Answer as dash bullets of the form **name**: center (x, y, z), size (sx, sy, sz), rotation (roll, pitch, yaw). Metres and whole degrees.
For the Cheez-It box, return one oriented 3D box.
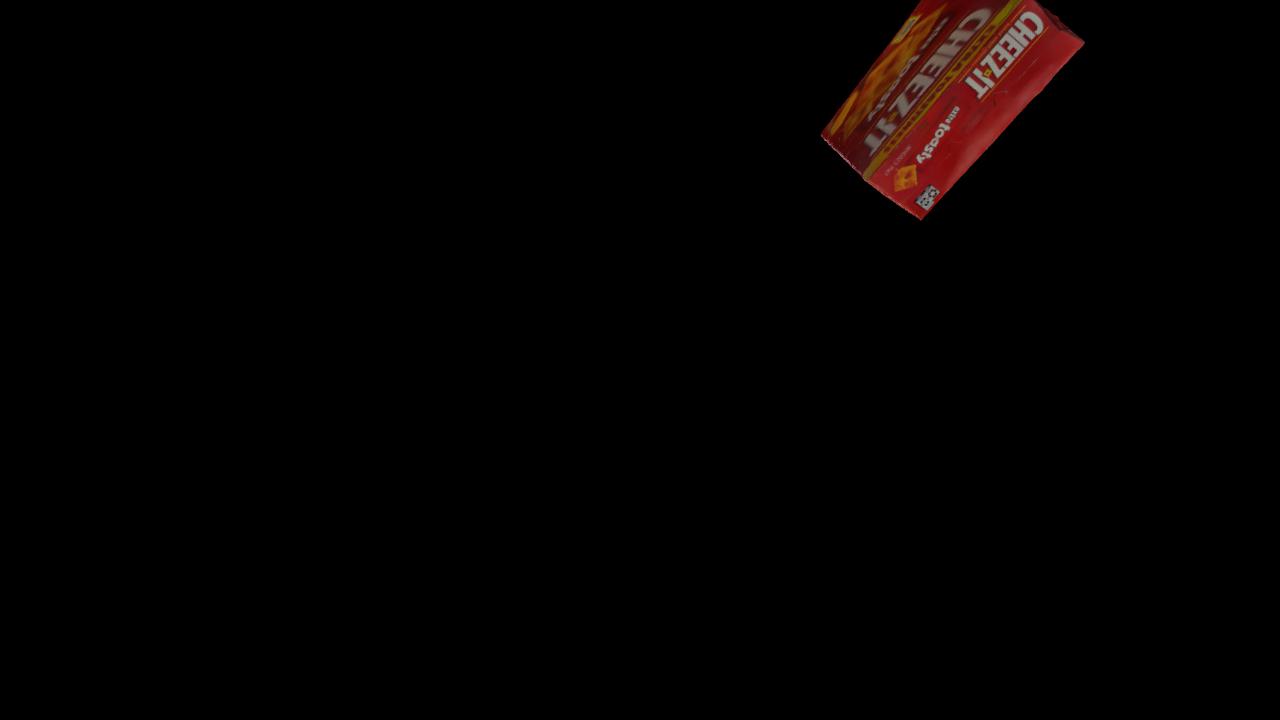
- **Cheez-It box**: center (0.264, -0.242, 0.573), size (0.071, 0.166, 0.223), rotation (30, 28, -13)
